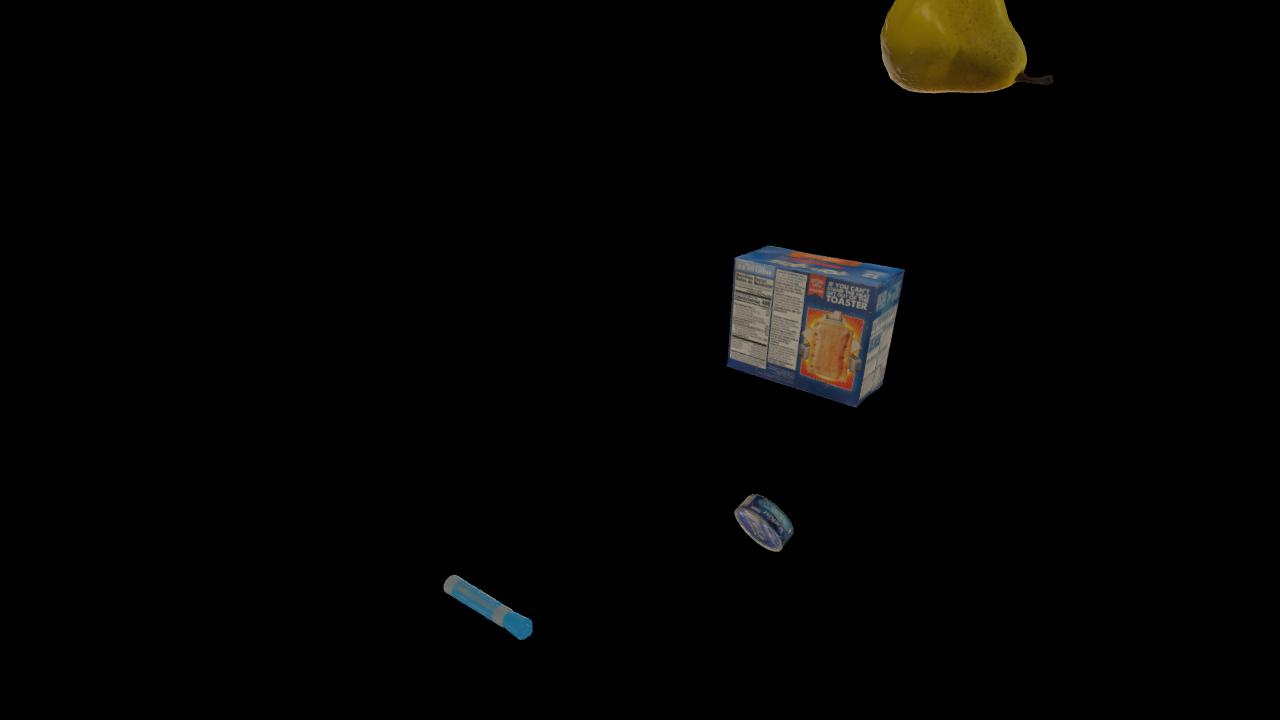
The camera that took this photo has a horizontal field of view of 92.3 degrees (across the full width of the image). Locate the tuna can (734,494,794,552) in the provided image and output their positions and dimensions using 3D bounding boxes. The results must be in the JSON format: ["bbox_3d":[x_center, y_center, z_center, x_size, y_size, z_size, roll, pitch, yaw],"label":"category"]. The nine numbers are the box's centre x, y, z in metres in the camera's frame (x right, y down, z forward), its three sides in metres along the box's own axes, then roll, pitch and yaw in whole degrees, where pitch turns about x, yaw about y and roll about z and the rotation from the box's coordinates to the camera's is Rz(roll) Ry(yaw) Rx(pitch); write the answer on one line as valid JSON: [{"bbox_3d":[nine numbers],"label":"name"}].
[{"bbox_3d":[0.180,0.235,0.892,0.034,0.084,0.084,-41,19,-24],"label":"tuna can"}]

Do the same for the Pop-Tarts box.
[{"bbox_3d":[0.196,-0.044,0.708,0.167,0.141,0.083,18,31,35],"label":"Pop-Tarts box"}]

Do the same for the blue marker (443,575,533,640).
[{"bbox_3d":[-0.144,0.232,0.580,0.121,0.020,0.020,9,6,39],"label":"blue marker"}]

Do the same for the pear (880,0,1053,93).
[{"bbox_3d":[0.218,-0.206,0.413,0.080,0.111,0.080,-28,-19,-11],"label":"pear"}]
